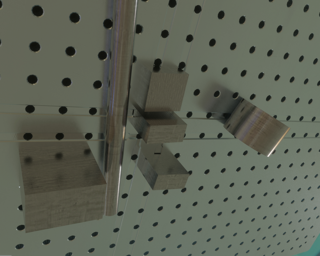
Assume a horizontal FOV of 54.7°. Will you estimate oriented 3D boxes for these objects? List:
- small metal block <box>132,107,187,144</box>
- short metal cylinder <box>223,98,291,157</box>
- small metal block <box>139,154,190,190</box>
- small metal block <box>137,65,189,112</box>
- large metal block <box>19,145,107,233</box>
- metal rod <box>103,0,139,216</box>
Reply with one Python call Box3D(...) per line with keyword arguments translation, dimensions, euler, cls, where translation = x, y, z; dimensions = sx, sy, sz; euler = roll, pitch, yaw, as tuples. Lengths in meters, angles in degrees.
Box3D(translation=(-0.002, -0.004, 0.393), dimensions=(0.050, 0.050, 0.025), euler=(-2, 119, -28), cls="small metal block")
Box3D(translation=(0.141, -0.002, 0.454), dimensions=(0.080, 0.080, 0.050), euler=(23, 106, -37), cls="short metal cylinder")
Box3D(translation=(0.005, 0.061, 0.437), dimensions=(0.050, 0.050, 0.025), euler=(3, 117, -31), cls="small metal block")
Box3D(translation=(0.003, -0.048, 0.384), dimensions=(0.050, 0.025, 0.050), euler=(-2, 120, -28), cls="small metal block")
Box3D(translation=(-0.114, 0.064, 0.354), dimensions=(0.081, 0.080, 0.050), euler=(-3, 120, -27), cls="large metal block")
Box3D(translation=(-0.052, -0.012, 0.375), dimensions=(0.025, 0.025, 0.298), euler=(-6, 121, -26), cls="metal rod")
